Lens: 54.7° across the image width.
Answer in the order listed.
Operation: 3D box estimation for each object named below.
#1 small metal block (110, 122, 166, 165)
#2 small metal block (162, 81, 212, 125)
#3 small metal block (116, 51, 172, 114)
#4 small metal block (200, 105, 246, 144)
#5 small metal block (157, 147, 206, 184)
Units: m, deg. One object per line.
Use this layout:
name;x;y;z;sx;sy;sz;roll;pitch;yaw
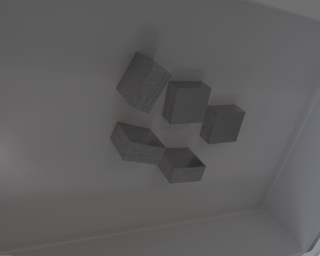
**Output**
small metal block;-0.028;0.019;0.389;0.050;0.050;0.025;13;112;-34
small metal block;0.035;-0.034;0.406;0.050;0.025;0.050;-4;120;-26
small metal block;-0.020;-0.052;0.349;0.025;0.050;0.050;22;107;-36
small metal block;0.091;-0.006;0.455;0.050;0.025;0.050;-4;120;-27
small metal block;0.028;0.052;0.440;0.050;0.050;0.025;0;118;-29
